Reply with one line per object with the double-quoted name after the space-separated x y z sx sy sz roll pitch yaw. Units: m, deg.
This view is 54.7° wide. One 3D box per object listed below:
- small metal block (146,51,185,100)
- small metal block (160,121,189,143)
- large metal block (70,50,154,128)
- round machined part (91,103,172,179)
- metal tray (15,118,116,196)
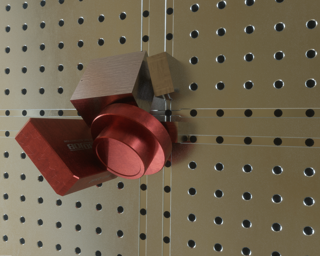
0.009 -0.065 0.396 0.025 0.050 0.050 -14 86 19 "small metal block"
0.006 0.004 0.397 0.050 0.050 0.025 1 91 19 "small metal block"
-0.055 -0.049 0.396 0.080 0.050 0.080 -4 47 19 "large metal block"
-0.039 0.022 0.363 0.098 0.042 0.097 17 137 17 "round machined part"
-0.103 0.030 0.392 0.030 0.130 0.090 -46 76 14 "metal tray"
